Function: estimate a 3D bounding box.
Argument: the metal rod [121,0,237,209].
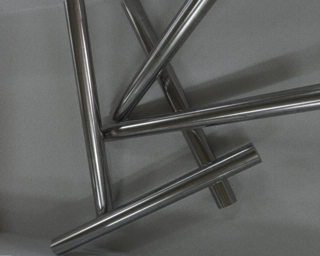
[{"bbox_3d":[0.021,-0.040,0.403,0.025,0.025,0.299,-28,81,18],"label":"metal rod"}]

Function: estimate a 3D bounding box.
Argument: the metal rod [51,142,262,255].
[{"bbox_3d":[-0.018,0.096,0.388,0.300,0.025,0.025,-29,81,17],"label":"metal rod"}]

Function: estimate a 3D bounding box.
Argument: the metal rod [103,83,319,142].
[{"bbox_3d":[0.037,-0.011,0.366,0.300,0.025,0.025,-9,87,31],"label":"metal rod"}]

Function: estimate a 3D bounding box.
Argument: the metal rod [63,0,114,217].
[{"bbox_3d":[-0.090,-0.009,0.407,0.025,0.025,0.298,-1,103,20],"label":"metal rod"}]

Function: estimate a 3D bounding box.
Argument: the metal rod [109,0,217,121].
[{"bbox_3d":[0.018,-0.102,0.338,0.025,0.025,0.298,53,131,12],"label":"metal rod"}]
